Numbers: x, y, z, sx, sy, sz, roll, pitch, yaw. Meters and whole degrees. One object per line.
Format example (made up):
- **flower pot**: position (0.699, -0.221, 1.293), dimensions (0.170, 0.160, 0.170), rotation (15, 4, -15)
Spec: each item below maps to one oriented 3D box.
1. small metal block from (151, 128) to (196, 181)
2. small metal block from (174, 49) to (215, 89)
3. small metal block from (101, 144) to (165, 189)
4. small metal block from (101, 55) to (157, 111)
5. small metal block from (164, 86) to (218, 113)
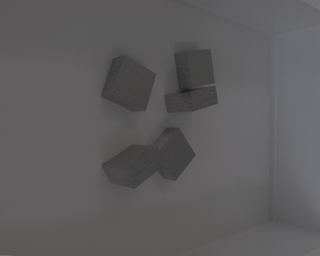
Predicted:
- **small metal block**: position (0.015, 0.035, 0.419), dimensions (0.050, 0.025, 0.050), rotation (-47, 118, -30)
- **small metal block**: position (0.051, -0.086, 0.449), dimensions (0.050, 0.025, 0.050), rotation (-15, 100, -39)
- **small metal block**: position (-0.031, 0.043, 0.364), dimensions (0.050, 0.050, 0.025), rotation (-34, 112, -35)
- **small metal block**: position (-0.037, -0.052, 0.375), dimensions (0.050, 0.025, 0.050), rotation (25, 75, -37)
- **small metal block**: position (0.043, -0.039, 0.426), dimensions (0.050, 0.050, 0.025), rotation (-19, 102, -39)
